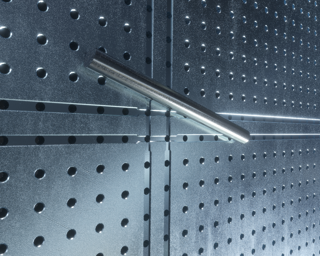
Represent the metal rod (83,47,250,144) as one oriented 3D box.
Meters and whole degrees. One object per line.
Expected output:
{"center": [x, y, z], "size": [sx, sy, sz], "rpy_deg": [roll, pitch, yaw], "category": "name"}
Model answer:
{"center": [0.032, -0.032, 0.434], "size": [0.302, 0.025, 0.025], "rpy_deg": [23, 76, -38], "category": "metal rod"}
